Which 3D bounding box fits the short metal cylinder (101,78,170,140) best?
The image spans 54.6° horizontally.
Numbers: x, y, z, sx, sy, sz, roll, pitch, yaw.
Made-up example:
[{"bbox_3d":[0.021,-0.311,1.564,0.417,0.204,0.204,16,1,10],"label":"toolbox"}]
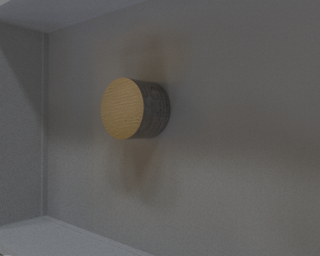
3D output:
[{"bbox_3d":[-0.034,-0.025,0.417,0.080,0.050,0.080,0,90,40],"label":"short metal cylinder"}]
